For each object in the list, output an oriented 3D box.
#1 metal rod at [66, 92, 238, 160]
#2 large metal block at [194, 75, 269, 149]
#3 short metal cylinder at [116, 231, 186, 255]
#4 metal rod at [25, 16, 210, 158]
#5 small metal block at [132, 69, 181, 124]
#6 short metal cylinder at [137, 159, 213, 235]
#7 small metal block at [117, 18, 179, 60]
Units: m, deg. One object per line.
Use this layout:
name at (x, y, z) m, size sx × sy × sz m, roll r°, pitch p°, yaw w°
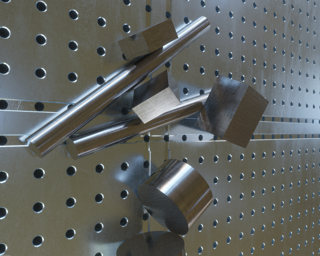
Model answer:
metal rod at (0.018, -0.020, 0.423) m, size 0.302 × 0.025 × 0.025 m, roll -21°, pitch 104°, yaw -38°
large metal block at (0.108, -0.022, 0.457) m, size 0.080 × 0.050 × 0.080 m, roll 20°, pitch 98°, yaw -50°
short metal cylinder at (-0.008, 0.164, 0.367) m, size 0.081 × 0.080 × 0.050 m, roll -14°, pitch 99°, yaw -39°
metal rod at (-0.030, -0.067, 0.383) m, size 0.301 × 0.025 × 0.025 m, roll -43°, pitch 116°, yaw -31°
small metal block at (-0.005, -0.039, 0.375) m, size 0.025 × 0.050 × 0.050 m, roll 52°, pitch 19°, yaw -28°
short metal cylinder at (0.018, 0.086, 0.389) m, size 0.050 × 0.080 × 0.080 m, roll -40°, pitch 115°, yaw -33°
small metal block at (-0.015, -0.109, 0.380) m, size 0.050 × 0.050 × 0.025 m, roll -37°, pitch 113°, yaw -34°
